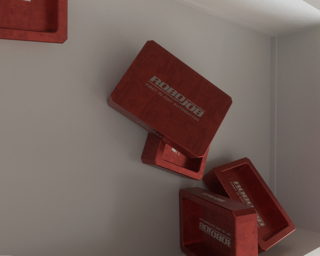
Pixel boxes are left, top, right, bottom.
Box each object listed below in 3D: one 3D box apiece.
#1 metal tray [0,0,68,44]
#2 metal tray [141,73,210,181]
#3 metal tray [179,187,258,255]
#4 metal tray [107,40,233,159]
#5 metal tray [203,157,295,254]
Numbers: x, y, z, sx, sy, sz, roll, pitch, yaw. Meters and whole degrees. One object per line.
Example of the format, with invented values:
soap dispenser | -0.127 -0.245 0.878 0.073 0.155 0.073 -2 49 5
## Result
metal tray | -0.148 -0.123 0.266 0.131 0.030 0.089 -8 108 -40
metal tray | 0.033 -0.001 0.430 0.090 0.030 0.130 26 74 -37
metal tray | 0.068 0.132 0.393 0.030 0.130 0.089 -2 92 -24
metal tray | 0.014 -0.033 0.379 0.130 0.030 0.090 34 73 -11
metal tray | 0.134 0.113 0.469 0.091 0.030 0.130 -10 60 -40
